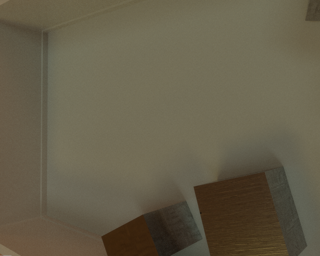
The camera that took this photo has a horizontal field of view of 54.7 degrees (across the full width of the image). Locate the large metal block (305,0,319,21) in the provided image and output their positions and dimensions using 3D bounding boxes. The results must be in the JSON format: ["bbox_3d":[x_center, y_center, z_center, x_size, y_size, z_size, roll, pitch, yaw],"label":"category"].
[{"bbox_3d":[0.149,-0.134,0.240,0.050,0.080,0.079,9,96,21],"label":"large metal block"}]

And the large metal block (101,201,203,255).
[{"bbox_3d":[-0.010,0.134,0.379,0.080,0.081,0.050,-37,68,34],"label":"large metal block"}]

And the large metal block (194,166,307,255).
[{"bbox_3d":[0.090,0.089,0.316,0.080,0.050,0.080,-21,77,38],"label":"large metal block"}]
